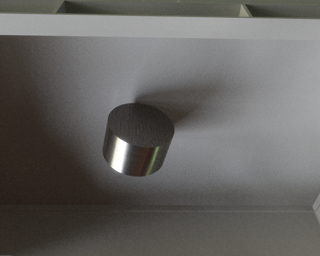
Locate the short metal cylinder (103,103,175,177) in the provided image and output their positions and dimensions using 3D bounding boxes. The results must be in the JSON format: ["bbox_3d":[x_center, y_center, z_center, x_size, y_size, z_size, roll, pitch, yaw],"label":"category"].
[{"bbox_3d":[-0.028,0.013,0.384,0.081,0.080,0.050,10,129,-9],"label":"short metal cylinder"}]
